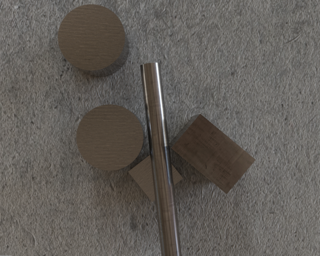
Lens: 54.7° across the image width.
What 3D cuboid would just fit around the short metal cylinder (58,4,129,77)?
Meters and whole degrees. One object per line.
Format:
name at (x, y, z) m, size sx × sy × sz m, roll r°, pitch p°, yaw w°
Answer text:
short metal cylinder at (-0.082, -0.109, 0.397) m, size 0.081 × 0.050 × 0.079 m, roll 0°, pitch 90°, yaw 0°

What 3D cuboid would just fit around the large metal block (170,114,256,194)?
large metal block at (0.059, 0.028, 0.383) m, size 0.080 × 0.080 × 0.050 m, roll 40°, pitch 90°, yaw 0°

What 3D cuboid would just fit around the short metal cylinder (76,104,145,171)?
short metal cylinder at (-0.060, 0.011, 0.397) m, size 0.081 × 0.050 × 0.079 m, roll 0°, pitch 90°, yaw 0°

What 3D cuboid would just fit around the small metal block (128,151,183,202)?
small metal block at (-0.006, 0.060, 0.410) m, size 0.050 × 0.025 × 0.050 m, roll -38°, pitch 90°, yaw 0°

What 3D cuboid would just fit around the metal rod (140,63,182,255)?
metal rod at (0.005, 0.070, 0.385) m, size 0.025 × 0.025 × 0.298 m, roll -6°, pitch 90°, yaw 0°
